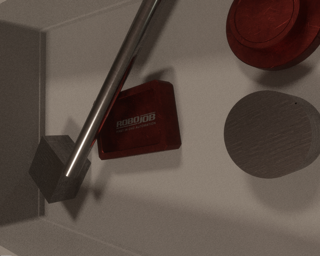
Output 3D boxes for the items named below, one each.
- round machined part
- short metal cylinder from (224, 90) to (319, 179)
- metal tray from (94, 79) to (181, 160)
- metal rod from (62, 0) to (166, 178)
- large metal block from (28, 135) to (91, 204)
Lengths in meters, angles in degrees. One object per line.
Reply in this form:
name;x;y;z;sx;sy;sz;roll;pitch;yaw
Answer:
round machined part;0.109;-0.108;0.305;0.098;0.042;0.097;0;90;39
short metal cylinder;0.110;0.006;0.299;0.080;0.050;0.079;0;90;39
metal tray;-0.037;-0.007;0.431;0.130;0.030;0.089;-13;82;39
metal rod;-0.066;-0.053;0.419;0.025;0.025;0.298;43;114;31
large metal block;-0.173;0.068;0.530;0.080;0.050;0.079;42;115;31
